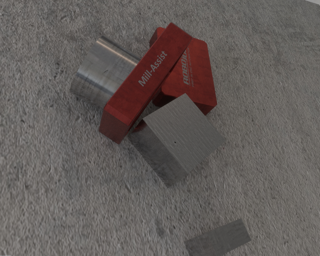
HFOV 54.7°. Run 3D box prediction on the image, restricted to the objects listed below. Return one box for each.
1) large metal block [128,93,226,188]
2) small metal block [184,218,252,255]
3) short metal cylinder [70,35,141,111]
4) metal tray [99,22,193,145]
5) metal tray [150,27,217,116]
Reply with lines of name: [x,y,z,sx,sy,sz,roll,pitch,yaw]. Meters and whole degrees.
large metal block: [0.021,0.014,0.390,0.081,0.050,0.080,-34,81,-38]
small metal block: [0.063,0.126,0.345,0.050,0.050,0.025,-10,67,-32]
short metal cylinder: [-0.064,-0.063,0.372,0.050,0.080,0.080,31,52,-9]
metal tray: [-0.018,-0.049,0.359,0.030,0.090,0.130,35,68,-3]
metal tray: [0.033,-0.087,0.471,0.091,0.030,0.130,11,57,-23]
